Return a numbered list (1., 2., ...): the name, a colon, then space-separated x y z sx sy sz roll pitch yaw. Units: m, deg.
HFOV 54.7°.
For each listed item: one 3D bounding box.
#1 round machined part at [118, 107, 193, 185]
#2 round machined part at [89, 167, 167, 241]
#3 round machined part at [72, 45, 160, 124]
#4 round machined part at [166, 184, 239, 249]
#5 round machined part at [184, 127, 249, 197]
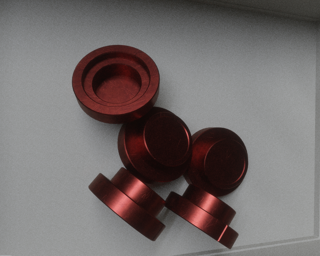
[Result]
1. round machined part: 0.001 0.019 0.385 0.099 0.042 0.098 11 67 -28
2. round machined part: -0.031 0.083 0.360 0.098 0.098 0.042 43 77 -15
3. round machined part: -0.050 -0.047 0.368 0.099 0.042 0.098 1 63 -2
4. round machined part: 0.056 0.106 0.392 0.098 0.098 0.042 37 78 -16
5. round machined part: 0.083 0.048 0.432 0.099 0.042 0.097 0 90 -20
